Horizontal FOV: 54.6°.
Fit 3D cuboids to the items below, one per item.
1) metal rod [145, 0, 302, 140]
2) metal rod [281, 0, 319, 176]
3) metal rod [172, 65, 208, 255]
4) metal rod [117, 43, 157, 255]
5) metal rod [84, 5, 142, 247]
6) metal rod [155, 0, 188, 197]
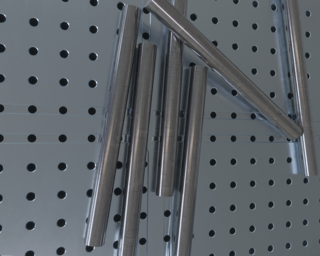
[{"bbox_3d":[0.101,-0.073,0.432,0.301,0.025,0.025,36,78,-23],"label":"metal rod"},{"bbox_3d":[0.222,-0.073,0.493,0.025,0.025,0.298,-9,93,-20],"label":"metal rod"},{"bbox_3d":[0.040,0.064,0.427,0.025,0.025,0.299,6,88,-20],"label":"metal rod"},{"bbox_3d":[-0.031,0.041,0.401,0.025,0.025,0.299,6,88,-20],"label":"metal rod"},{"bbox_3d":[-0.058,-0.005,0.390,0.025,0.025,0.299,10,87,-20],"label":"metal rod"},{"bbox_3d":[0.017,-0.059,0.418,0.025,0.025,0.298,5,88,-20],"label":"metal rod"}]
